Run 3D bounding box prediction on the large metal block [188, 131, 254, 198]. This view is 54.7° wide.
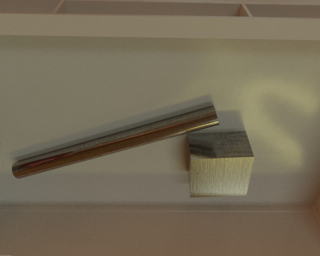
[{"bbox_3d":[0.082,0.052,0.439,0.081,0.050,0.079,-3,130,1],"label":"large metal block"}]

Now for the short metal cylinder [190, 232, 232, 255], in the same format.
[{"bbox_3d":[0.100,0.248,0.609,0.081,0.050,0.079,0,130,0],"label":"short metal cylinder"}]

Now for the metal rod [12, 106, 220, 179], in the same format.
[{"bbox_3d":[-0.069,0.024,0.427,0.301,0.025,0.025,-16,129,12],"label":"metal rod"}]
